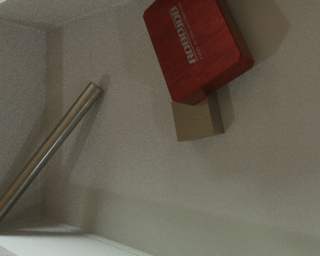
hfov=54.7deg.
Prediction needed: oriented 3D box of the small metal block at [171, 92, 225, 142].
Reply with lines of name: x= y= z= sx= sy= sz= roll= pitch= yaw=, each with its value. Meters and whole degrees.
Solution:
small metal block: x=0.044 y=-0.013 z=0.369 sx=0.050 sy=0.025 sz=0.050 roll=-15 pitch=81 yaw=38

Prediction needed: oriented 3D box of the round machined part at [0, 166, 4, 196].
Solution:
round machined part: x=-0.414 y=0.130 z=0.734 sx=0.098 sy=0.042 sz=0.097 roll=0 pitch=90 yaw=39

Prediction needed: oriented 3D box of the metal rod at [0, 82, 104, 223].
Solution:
metal rod: x=-0.193 y=0.050 z=0.502 sx=0.299 sy=0.025 sz=0.025 roll=-51 pitch=59 yaw=6

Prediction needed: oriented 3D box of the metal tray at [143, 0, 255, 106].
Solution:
metal tray: x=0.037 y=-0.102 z=0.346 sx=0.090 sy=0.030 sz=0.130 roll=-32 pitch=65 yaw=34
